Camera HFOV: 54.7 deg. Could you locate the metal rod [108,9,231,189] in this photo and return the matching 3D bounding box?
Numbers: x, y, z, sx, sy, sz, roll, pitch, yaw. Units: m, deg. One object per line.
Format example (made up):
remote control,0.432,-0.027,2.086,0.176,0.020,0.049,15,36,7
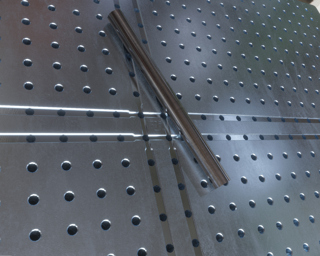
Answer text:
metal rod,0.007,-0.049,0.443,0.025,0.025,0.299,-22,74,-36
